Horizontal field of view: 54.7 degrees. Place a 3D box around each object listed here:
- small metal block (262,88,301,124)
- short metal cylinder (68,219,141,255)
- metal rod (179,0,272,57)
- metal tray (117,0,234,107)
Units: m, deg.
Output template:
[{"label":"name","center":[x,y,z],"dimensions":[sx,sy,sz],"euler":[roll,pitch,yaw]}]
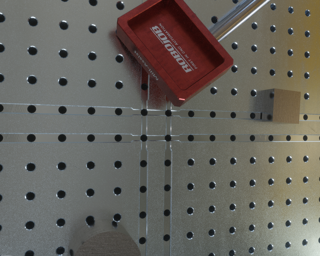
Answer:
[{"label":"small metal block","center":[0.189,-0.033,0.482],"dimensions":[0.050,0.025,0.050],"euler":[4,89,-20]},{"label":"short metal cylinder","center":[-0.068,0.157,0.374],"dimensions":[0.081,0.050,0.079],"euler":[0,90,-20]},{"label":"metal rod","center":[0.134,-0.180,0.461],"dimensions":[0.301,0.025,0.025],"euler":[-41,103,-15]},{"label":"metal tray","center":[0.018,-0.103,0.395],"dimensions":[0.090,0.030,0.130],"euler":[-37,85,-15]}]
